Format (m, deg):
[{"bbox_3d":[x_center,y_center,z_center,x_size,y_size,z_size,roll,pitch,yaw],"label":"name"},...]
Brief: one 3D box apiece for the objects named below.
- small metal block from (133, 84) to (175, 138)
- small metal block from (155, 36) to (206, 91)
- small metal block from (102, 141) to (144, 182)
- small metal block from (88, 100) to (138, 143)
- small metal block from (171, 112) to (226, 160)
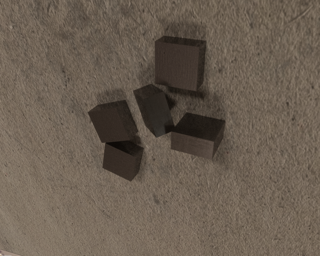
[{"bbox_3d":[-0.008,-0.022,0.378,0.025,0.050,0.050,-23,113,-11],"label":"small metal block"},{"bbox_3d":[0.023,-0.073,0.349,0.050,0.025,0.050,13,124,20],"label":"small metal block"},{"bbox_3d":[-0.056,0.045,0.462,0.050,0.025,0.050,23,127,13],"label":"small metal block"},{"bbox_3d":[-0.065,-0.008,0.434,0.050,0.025,0.050,-7,115,31],"label":"small metal block"},{"bbox_3d":[0.046,0.008,0.370,0.050,0.050,0.025,14,124,20],"label":"small metal block"}]
